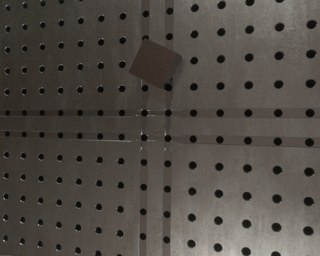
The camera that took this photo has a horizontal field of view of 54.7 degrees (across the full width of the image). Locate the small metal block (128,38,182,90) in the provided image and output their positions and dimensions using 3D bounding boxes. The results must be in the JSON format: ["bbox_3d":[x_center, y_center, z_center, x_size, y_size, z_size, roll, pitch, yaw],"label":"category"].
[{"bbox_3d":[-0.006,-0.085,0.414,0.050,0.025,0.050,29,99,17],"label":"small metal block"}]
